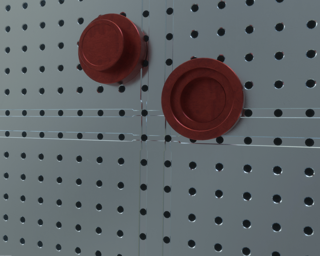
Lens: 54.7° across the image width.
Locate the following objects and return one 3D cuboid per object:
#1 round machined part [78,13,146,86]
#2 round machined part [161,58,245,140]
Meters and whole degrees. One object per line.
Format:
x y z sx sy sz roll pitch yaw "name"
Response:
-0.072 -0.110 0.428 0.098 0.042 0.097 0 90 19 "round machined part"
0.055 -0.034 0.384 0.098 0.042 0.097 0 90 19 "round machined part"
